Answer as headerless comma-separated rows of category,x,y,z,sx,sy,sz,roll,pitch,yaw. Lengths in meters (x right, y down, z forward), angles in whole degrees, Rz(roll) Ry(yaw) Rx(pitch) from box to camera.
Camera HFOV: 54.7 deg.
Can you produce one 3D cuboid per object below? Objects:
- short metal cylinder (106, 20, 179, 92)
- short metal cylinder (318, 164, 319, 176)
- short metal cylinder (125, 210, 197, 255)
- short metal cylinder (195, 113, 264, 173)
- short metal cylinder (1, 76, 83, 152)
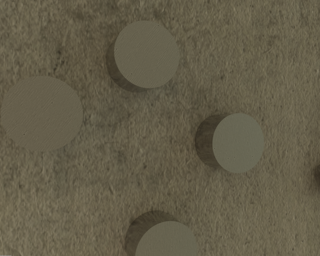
short metal cylinder,-0.023,-0.087,0.388,0.081,0.050,0.079,0,90,-21
short metal cylinder,0.302,0.081,0.494,0.081,0.080,0.050,-22,98,-19
short metal cylinder,0.000,0.152,0.397,0.081,0.050,0.079,0,90,-21
short metal cylinder,0.096,0.020,0.433,0.081,0.050,0.079,0,90,-21
short metal cylinder,-0.131,-0.015,0.348,0.081,0.050,0.079,0,90,-21
